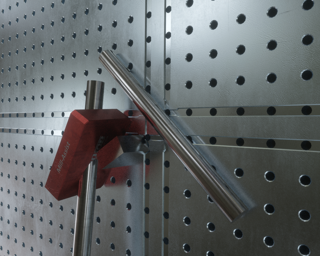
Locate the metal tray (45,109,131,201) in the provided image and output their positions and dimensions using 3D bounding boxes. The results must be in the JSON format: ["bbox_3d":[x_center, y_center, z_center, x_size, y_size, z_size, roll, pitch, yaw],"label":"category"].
[{"bbox_3d":[-0.103,0.036,0.447,0.030,0.091,0.129,35,112,27],"label":"metal tray"}]

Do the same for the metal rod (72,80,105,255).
[{"bbox_3d":[-0.105,0.081,0.447,0.025,0.025,0.298,2,87,39],"label":"metal rod"}]

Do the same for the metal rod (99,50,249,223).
[{"bbox_3d":[0.002,-0.007,0.405,0.300,0.025,0.025,50,119,27],"label":"metal rod"}]

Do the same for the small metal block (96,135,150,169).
[{"bbox_3d":[-0.052,0.033,0.434,0.050,0.050,0.025,-37,68,33],"label":"small metal block"}]
